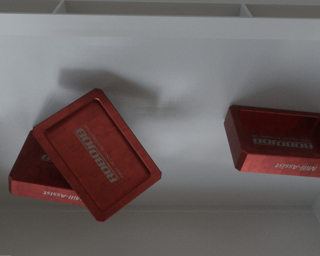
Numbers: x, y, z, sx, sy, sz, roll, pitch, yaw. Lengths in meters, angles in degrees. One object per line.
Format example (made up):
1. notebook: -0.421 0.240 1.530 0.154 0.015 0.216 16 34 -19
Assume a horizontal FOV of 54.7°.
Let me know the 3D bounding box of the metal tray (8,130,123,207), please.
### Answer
1. metal tray: -0.117 0.053 0.409 0.131 0.090 0.030 12 129 -11

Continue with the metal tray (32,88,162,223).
1. metal tray: -0.071 0.031 0.363 0.090 0.030 0.130 -36 93 -13

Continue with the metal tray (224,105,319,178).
1. metal tray: 0.152 0.015 0.381 0.131 0.090 0.030 5 130 -5
